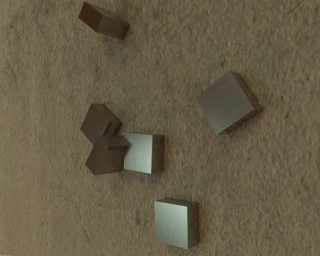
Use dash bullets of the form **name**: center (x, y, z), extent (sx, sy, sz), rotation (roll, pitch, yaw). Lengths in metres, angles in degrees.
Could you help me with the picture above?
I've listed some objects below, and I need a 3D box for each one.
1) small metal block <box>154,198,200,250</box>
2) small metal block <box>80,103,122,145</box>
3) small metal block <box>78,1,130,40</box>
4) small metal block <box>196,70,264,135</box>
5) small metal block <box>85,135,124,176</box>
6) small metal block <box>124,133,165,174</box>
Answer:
- **small metal block**: center (0.021, 0.117, 0.386), extent (0.050, 0.025, 0.050), rotation (-2, 89, 39)
- **small metal block**: center (-0.092, -0.003, 0.478), extent (0.050, 0.025, 0.050), rotation (44, 116, 31)
- **small metal block**: center (-0.082, -0.157, 0.454), extent (0.050, 0.050, 0.025), rotation (43, 116, 31)
- **small metal block**: center (0.076, -0.027, 0.341), extent (0.050, 0.025, 0.050), rotation (-39, 66, 32)
- **small metal block**: center (-0.072, 0.038, 0.446), extent (0.025, 0.050, 0.050), rotation (42, 116, 31)
- **small metal block**: center (-0.022, 0.033, 0.421), extent (0.050, 0.025, 0.050), rotation (4, 92, 39)
